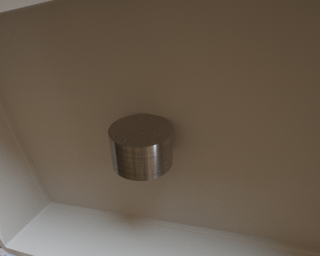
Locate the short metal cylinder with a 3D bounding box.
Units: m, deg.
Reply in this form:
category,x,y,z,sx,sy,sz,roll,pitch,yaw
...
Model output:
category,x,y,z,sx,sy,sz,roll,pitch,yaw
short metal cylinder,-0.024,0.023,0.398,0.080,0.080,0.050,12,123,21
